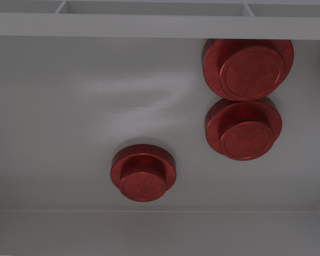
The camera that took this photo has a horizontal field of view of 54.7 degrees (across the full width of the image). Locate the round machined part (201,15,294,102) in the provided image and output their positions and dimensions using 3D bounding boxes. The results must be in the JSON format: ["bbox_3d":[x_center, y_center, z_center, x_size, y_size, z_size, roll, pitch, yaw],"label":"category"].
[{"bbox_3d":[0.097,-0.068,0.340,0.099,0.042,0.097,0,130,0],"label":"round machined part"}]

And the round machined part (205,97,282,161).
[{"bbox_3d":[0.109,0.005,0.403,0.099,0.042,0.097,0,130,0],"label":"round machined part"}]

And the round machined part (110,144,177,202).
[{"bbox_3d":[-0.025,0.073,0.460,0.099,0.042,0.097,0,130,0],"label":"round machined part"}]
